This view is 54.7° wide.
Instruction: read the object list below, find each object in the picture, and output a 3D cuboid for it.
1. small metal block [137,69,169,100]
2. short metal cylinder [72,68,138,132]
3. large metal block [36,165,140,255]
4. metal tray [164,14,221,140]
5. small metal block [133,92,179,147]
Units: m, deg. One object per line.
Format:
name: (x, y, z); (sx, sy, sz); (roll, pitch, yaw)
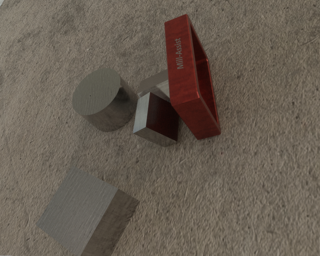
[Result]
small metal block: (-0.001, -0.056, 0.425); (0.050, 0.025, 0.050); (-23, 24, 14)
short metal cylinder: (-0.080, -0.041, 0.455); (0.080, 0.050, 0.080); (-13, 56, 21)
large metal block: (-0.085, 0.102, 0.370); (0.080, 0.050, 0.080); (18, 71, 35)
metal tray: (0.040, -0.062, 0.379); (0.030, 0.090, 0.130); (-16, 55, 20)
small metal block: (-0.003, -0.010, 0.392); (0.025, 0.050, 0.050); (-26, 48, 44)
